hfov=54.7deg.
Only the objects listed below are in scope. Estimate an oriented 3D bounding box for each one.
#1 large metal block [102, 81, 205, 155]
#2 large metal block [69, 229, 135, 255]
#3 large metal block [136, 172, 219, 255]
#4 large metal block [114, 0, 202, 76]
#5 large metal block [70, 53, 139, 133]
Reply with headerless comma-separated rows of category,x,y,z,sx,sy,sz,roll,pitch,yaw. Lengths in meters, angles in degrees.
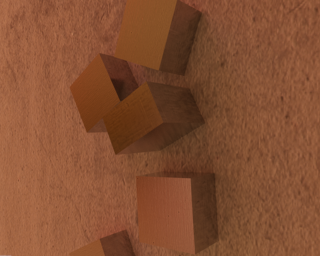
large metal block,-0.007,-0.009,0.373,0.080,0.081,0.050,-34,69,34
large metal block,-0.079,0.205,0.451,0.080,0.050,0.080,-35,69,34
large metal block,0.020,0.096,0.371,0.080,0.050,0.080,-5,87,39
large metal block,-0.004,-0.117,0.390,0.080,0.050,0.079,25,105,37
large metal block,-0.077,-0.048,0.450,0.080,0.050,0.080,-38,67,33
